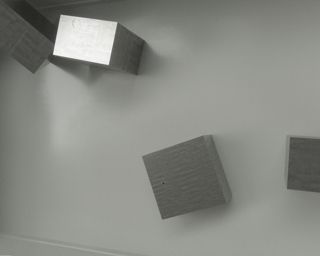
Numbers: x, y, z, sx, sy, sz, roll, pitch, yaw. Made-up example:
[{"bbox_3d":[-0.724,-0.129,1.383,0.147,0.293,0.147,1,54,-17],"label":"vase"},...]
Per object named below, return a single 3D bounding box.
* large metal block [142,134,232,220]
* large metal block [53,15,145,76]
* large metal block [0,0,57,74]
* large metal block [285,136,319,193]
[{"bbox_3d":[0.035,0.059,0.385,0.080,0.050,0.080,-20,83,19],"label":"large metal block"},{"bbox_3d":[-0.077,-0.107,0.409,0.080,0.080,0.050,14,95,19],"label":"large metal block"},{"bbox_3d":[-0.182,-0.128,0.429,0.080,0.080,0.050,40,105,-17],"label":"large metal block"},{"bbox_3d":[0.174,0.036,0.320,0.080,0.080,0.050,3,91,20],"label":"large metal block"}]
